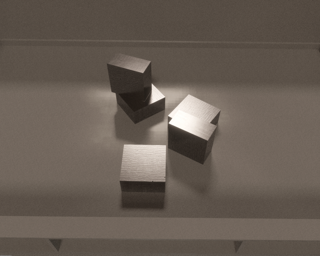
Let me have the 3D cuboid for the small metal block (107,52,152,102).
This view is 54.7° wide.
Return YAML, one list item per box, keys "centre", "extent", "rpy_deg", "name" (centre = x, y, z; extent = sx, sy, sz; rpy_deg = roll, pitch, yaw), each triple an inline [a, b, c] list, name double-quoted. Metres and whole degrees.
- centre: [-0.039, -0.068, 0.413]
  extent: [0.050, 0.050, 0.025]
  rpy_deg: [17, 52, 14]
  name: "small metal block"

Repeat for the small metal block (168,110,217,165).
- centre: [0.038, 0.012, 0.379]
  extent: [0.050, 0.050, 0.025]
  rpy_deg: [25, 55, 19]
  name: "small metal block"

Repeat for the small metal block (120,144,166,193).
- centre: [-0.019, 0.047, 0.365]
  extent: [0.050, 0.025, 0.050]
  rpy_deg: [1, 50, 0]
  name: "small metal block"

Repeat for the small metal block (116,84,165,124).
- centre: [-0.028, -0.040, 0.438]
  extent: [0.050, 0.025, 0.050]
  rpy_deg: [-28, 56, -22]
  name: "small metal block"

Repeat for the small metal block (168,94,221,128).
- centre: [0.046, -0.012, 0.416]
  extent: [0.050, 0.025, 0.050]
  rpy_deg: [29, 55, 22]
  name: "small metal block"
